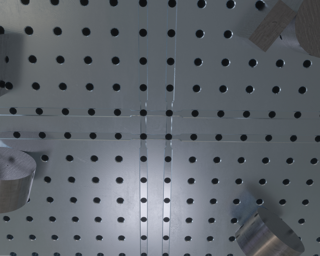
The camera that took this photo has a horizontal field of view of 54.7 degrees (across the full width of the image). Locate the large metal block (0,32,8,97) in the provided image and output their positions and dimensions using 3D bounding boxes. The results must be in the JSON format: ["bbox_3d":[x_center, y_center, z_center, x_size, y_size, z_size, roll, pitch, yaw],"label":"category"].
[{"bbox_3d":[-0.235,-0.080,0.368,0.081,0.050,0.079,12,110,-5],"label":"large metal block"}]

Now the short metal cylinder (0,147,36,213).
[{"bbox_3d":[-0.210,0.066,0.406,0.080,0.080,0.050,18,109,-7],"label":"short metal cylinder"}]

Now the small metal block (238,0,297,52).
[{"bbox_3d":[0.121,-0.118,0.358,0.025,0.050,0.050,34,107,-12],"label":"small metal block"}]

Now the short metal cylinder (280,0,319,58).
[{"bbox_3d":[0.186,-0.124,0.356,0.081,0.050,0.079,0,110,0],"label":"short metal cylinder"}]

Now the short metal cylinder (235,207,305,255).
[{"bbox_3d":[0.157,0.161,0.445,0.080,0.080,0.050,33,107,-12],"label":"short metal cylinder"}]
